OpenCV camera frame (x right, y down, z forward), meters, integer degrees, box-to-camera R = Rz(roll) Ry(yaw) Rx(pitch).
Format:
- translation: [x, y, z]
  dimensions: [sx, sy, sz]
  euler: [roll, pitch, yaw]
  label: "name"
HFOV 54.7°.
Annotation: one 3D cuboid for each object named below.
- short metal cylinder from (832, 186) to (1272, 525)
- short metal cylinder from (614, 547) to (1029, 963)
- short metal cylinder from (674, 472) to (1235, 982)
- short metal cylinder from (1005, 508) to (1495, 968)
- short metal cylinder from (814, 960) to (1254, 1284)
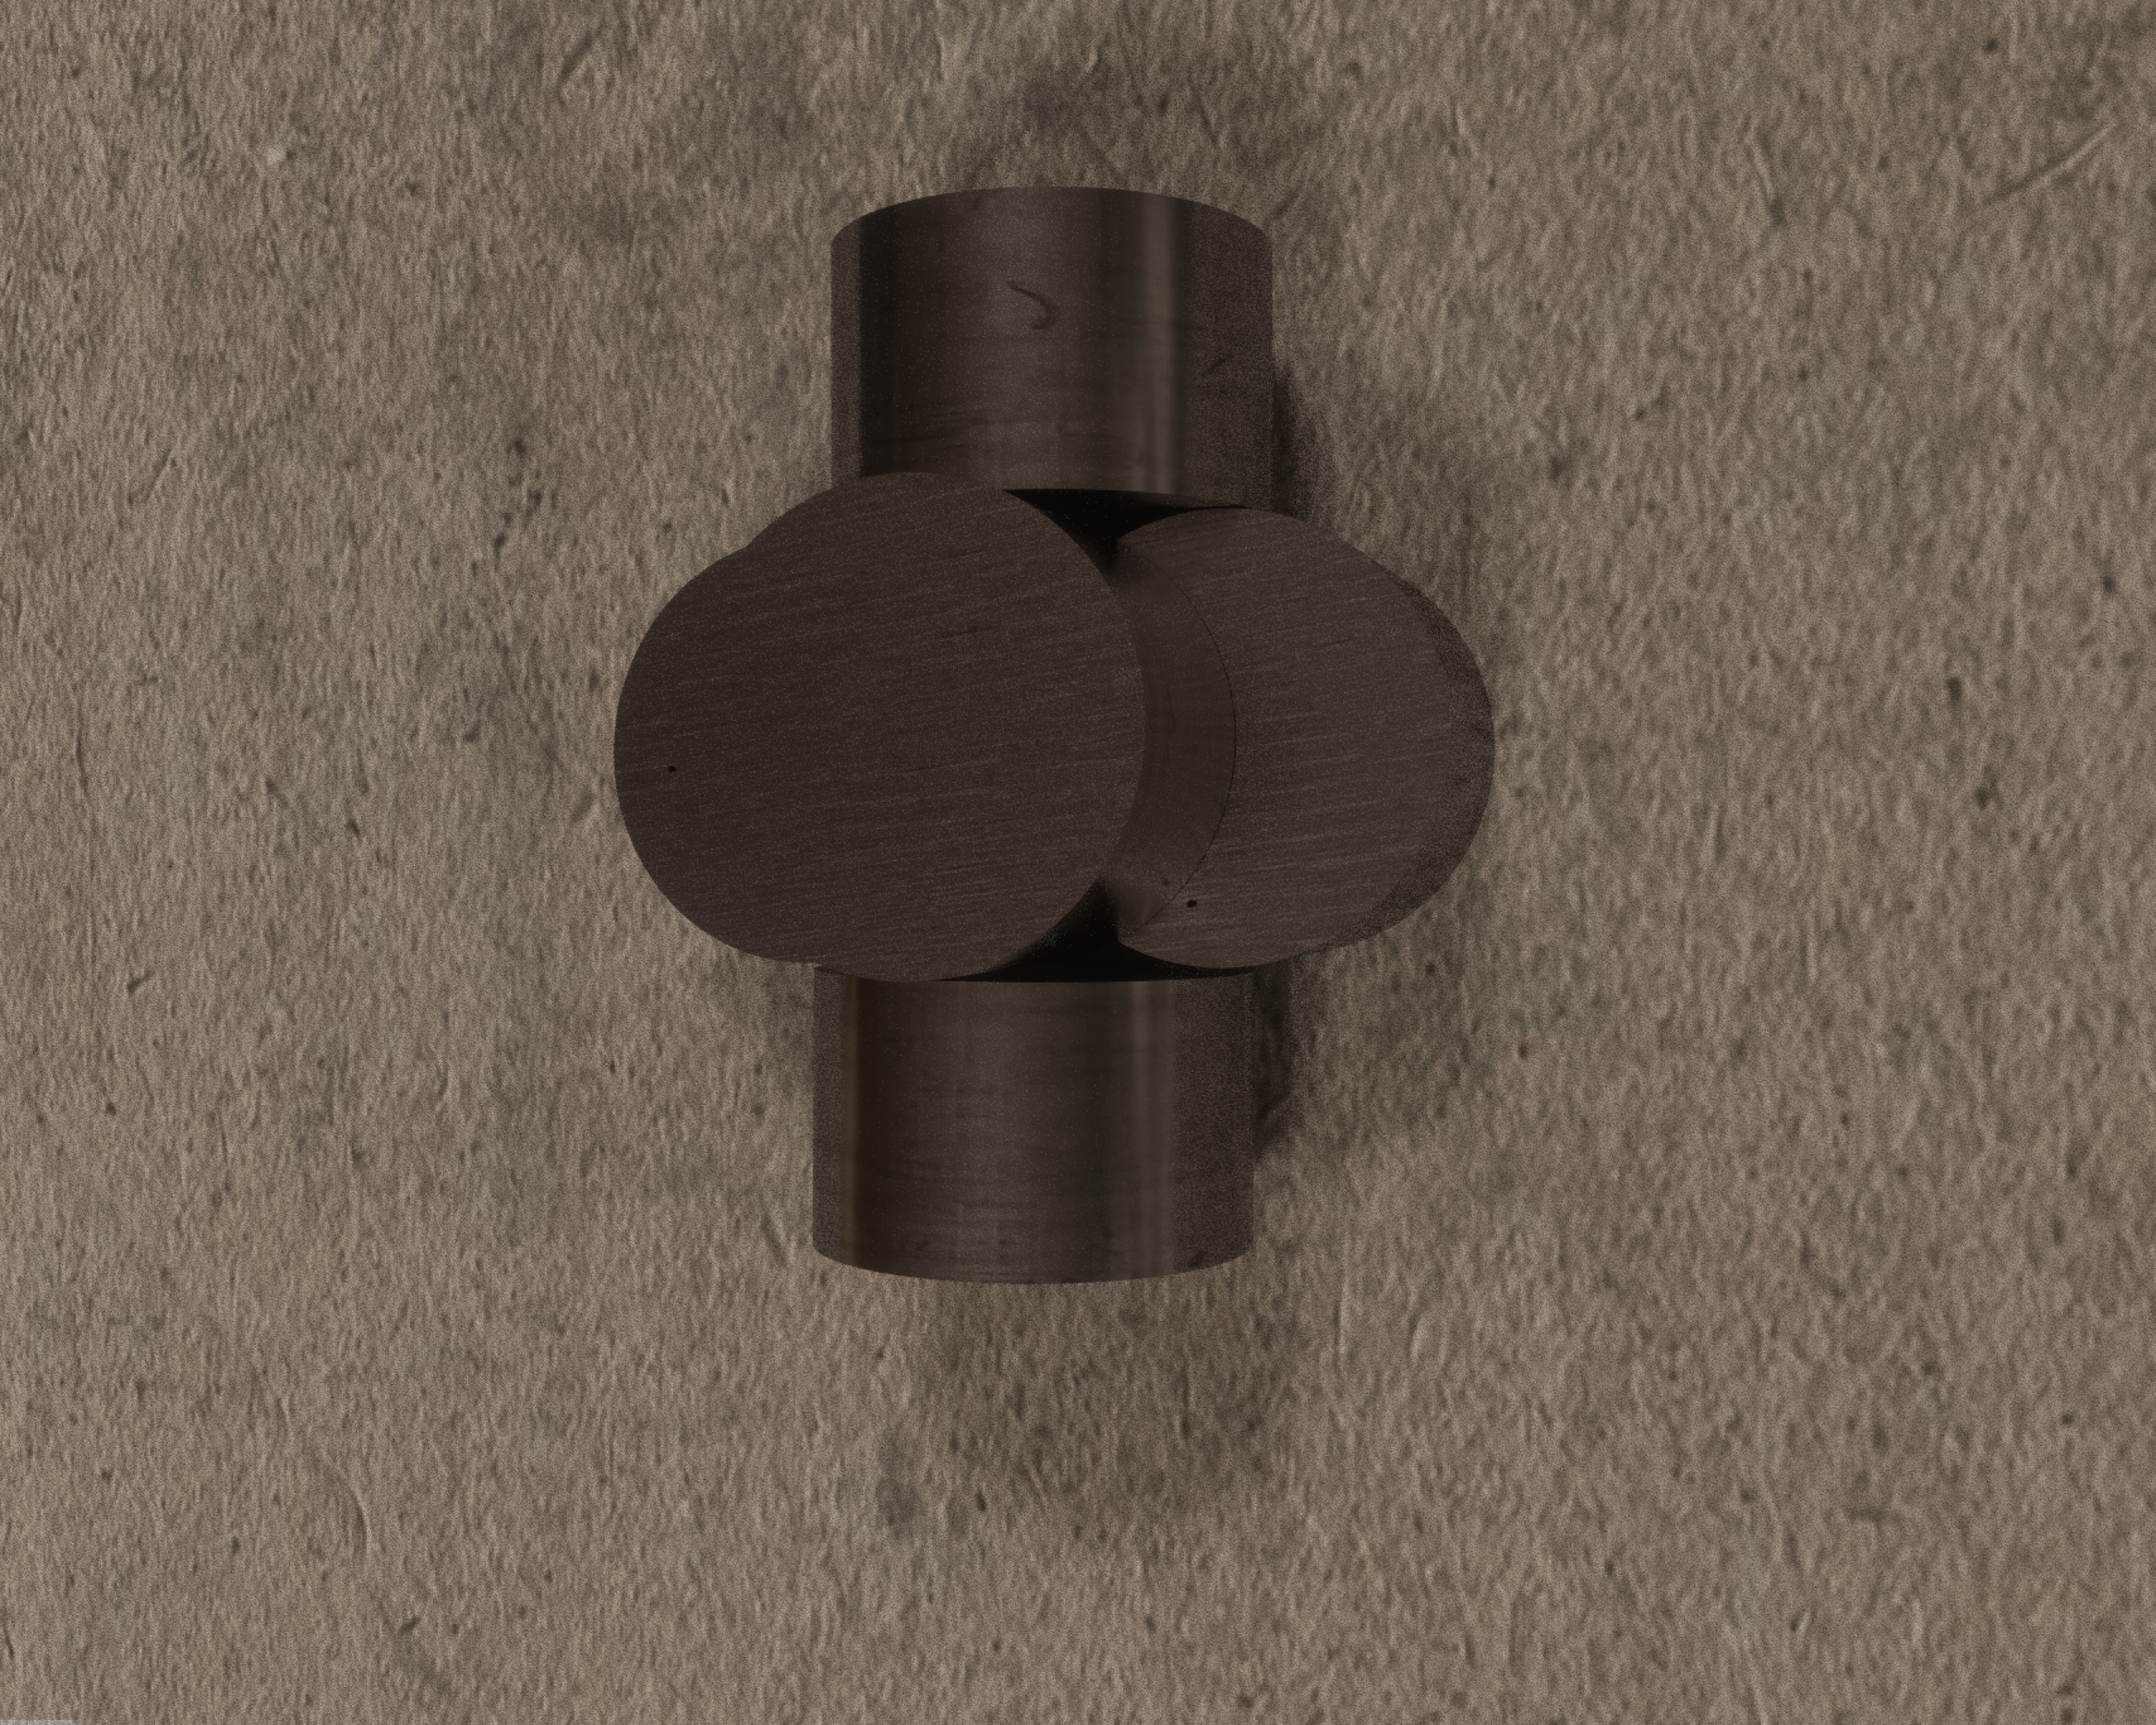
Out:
- translation: [-0.005, -0.086, 0.382]
  dimensions: [0.080, 0.080, 0.050]
  euler: [0, 90, 19]
  label: "short metal cylinder"
- translation: [-0.043, -0.021, 0.411]
  dimensions: [0.080, 0.050, 0.079]
  euler: [0, 90, 19]
  label: "short metal cylinder"
- translation: [-0.019, -0.021, 0.349]
  dimensions: [0.080, 0.050, 0.079]
  euler: [0, 90, 19]
  label: "short metal cylinder"
- translation: [0.033, -0.022, 0.385]
  dimensions: [0.080, 0.050, 0.079]
  euler: [0, 90, 19]
  label: "short metal cylinder"
- translation: [-0.008, 0.044, 0.383]
  dimensions: [0.080, 0.080, 0.050]
  euler: [0, 90, 19]
  label: "short metal cylinder"
